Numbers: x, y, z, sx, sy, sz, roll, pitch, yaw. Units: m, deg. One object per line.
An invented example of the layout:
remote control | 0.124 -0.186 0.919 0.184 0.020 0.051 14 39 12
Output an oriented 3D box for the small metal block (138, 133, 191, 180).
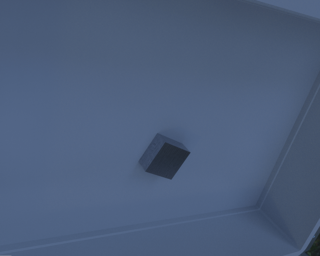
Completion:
small metal block | 0.006 0.041 0.439 0.050 0.025 0.050 24 105 -37
